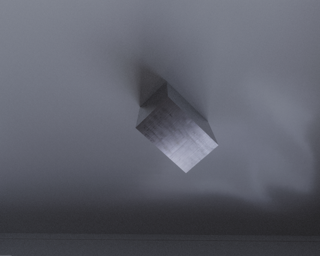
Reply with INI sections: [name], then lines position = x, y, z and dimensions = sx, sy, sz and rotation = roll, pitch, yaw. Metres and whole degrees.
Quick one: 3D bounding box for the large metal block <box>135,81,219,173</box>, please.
[large metal block]
position = 0.019, -0.004, 0.380
dimensions = 0.080, 0.080, 0.050
rotation = 43, 105, -14
